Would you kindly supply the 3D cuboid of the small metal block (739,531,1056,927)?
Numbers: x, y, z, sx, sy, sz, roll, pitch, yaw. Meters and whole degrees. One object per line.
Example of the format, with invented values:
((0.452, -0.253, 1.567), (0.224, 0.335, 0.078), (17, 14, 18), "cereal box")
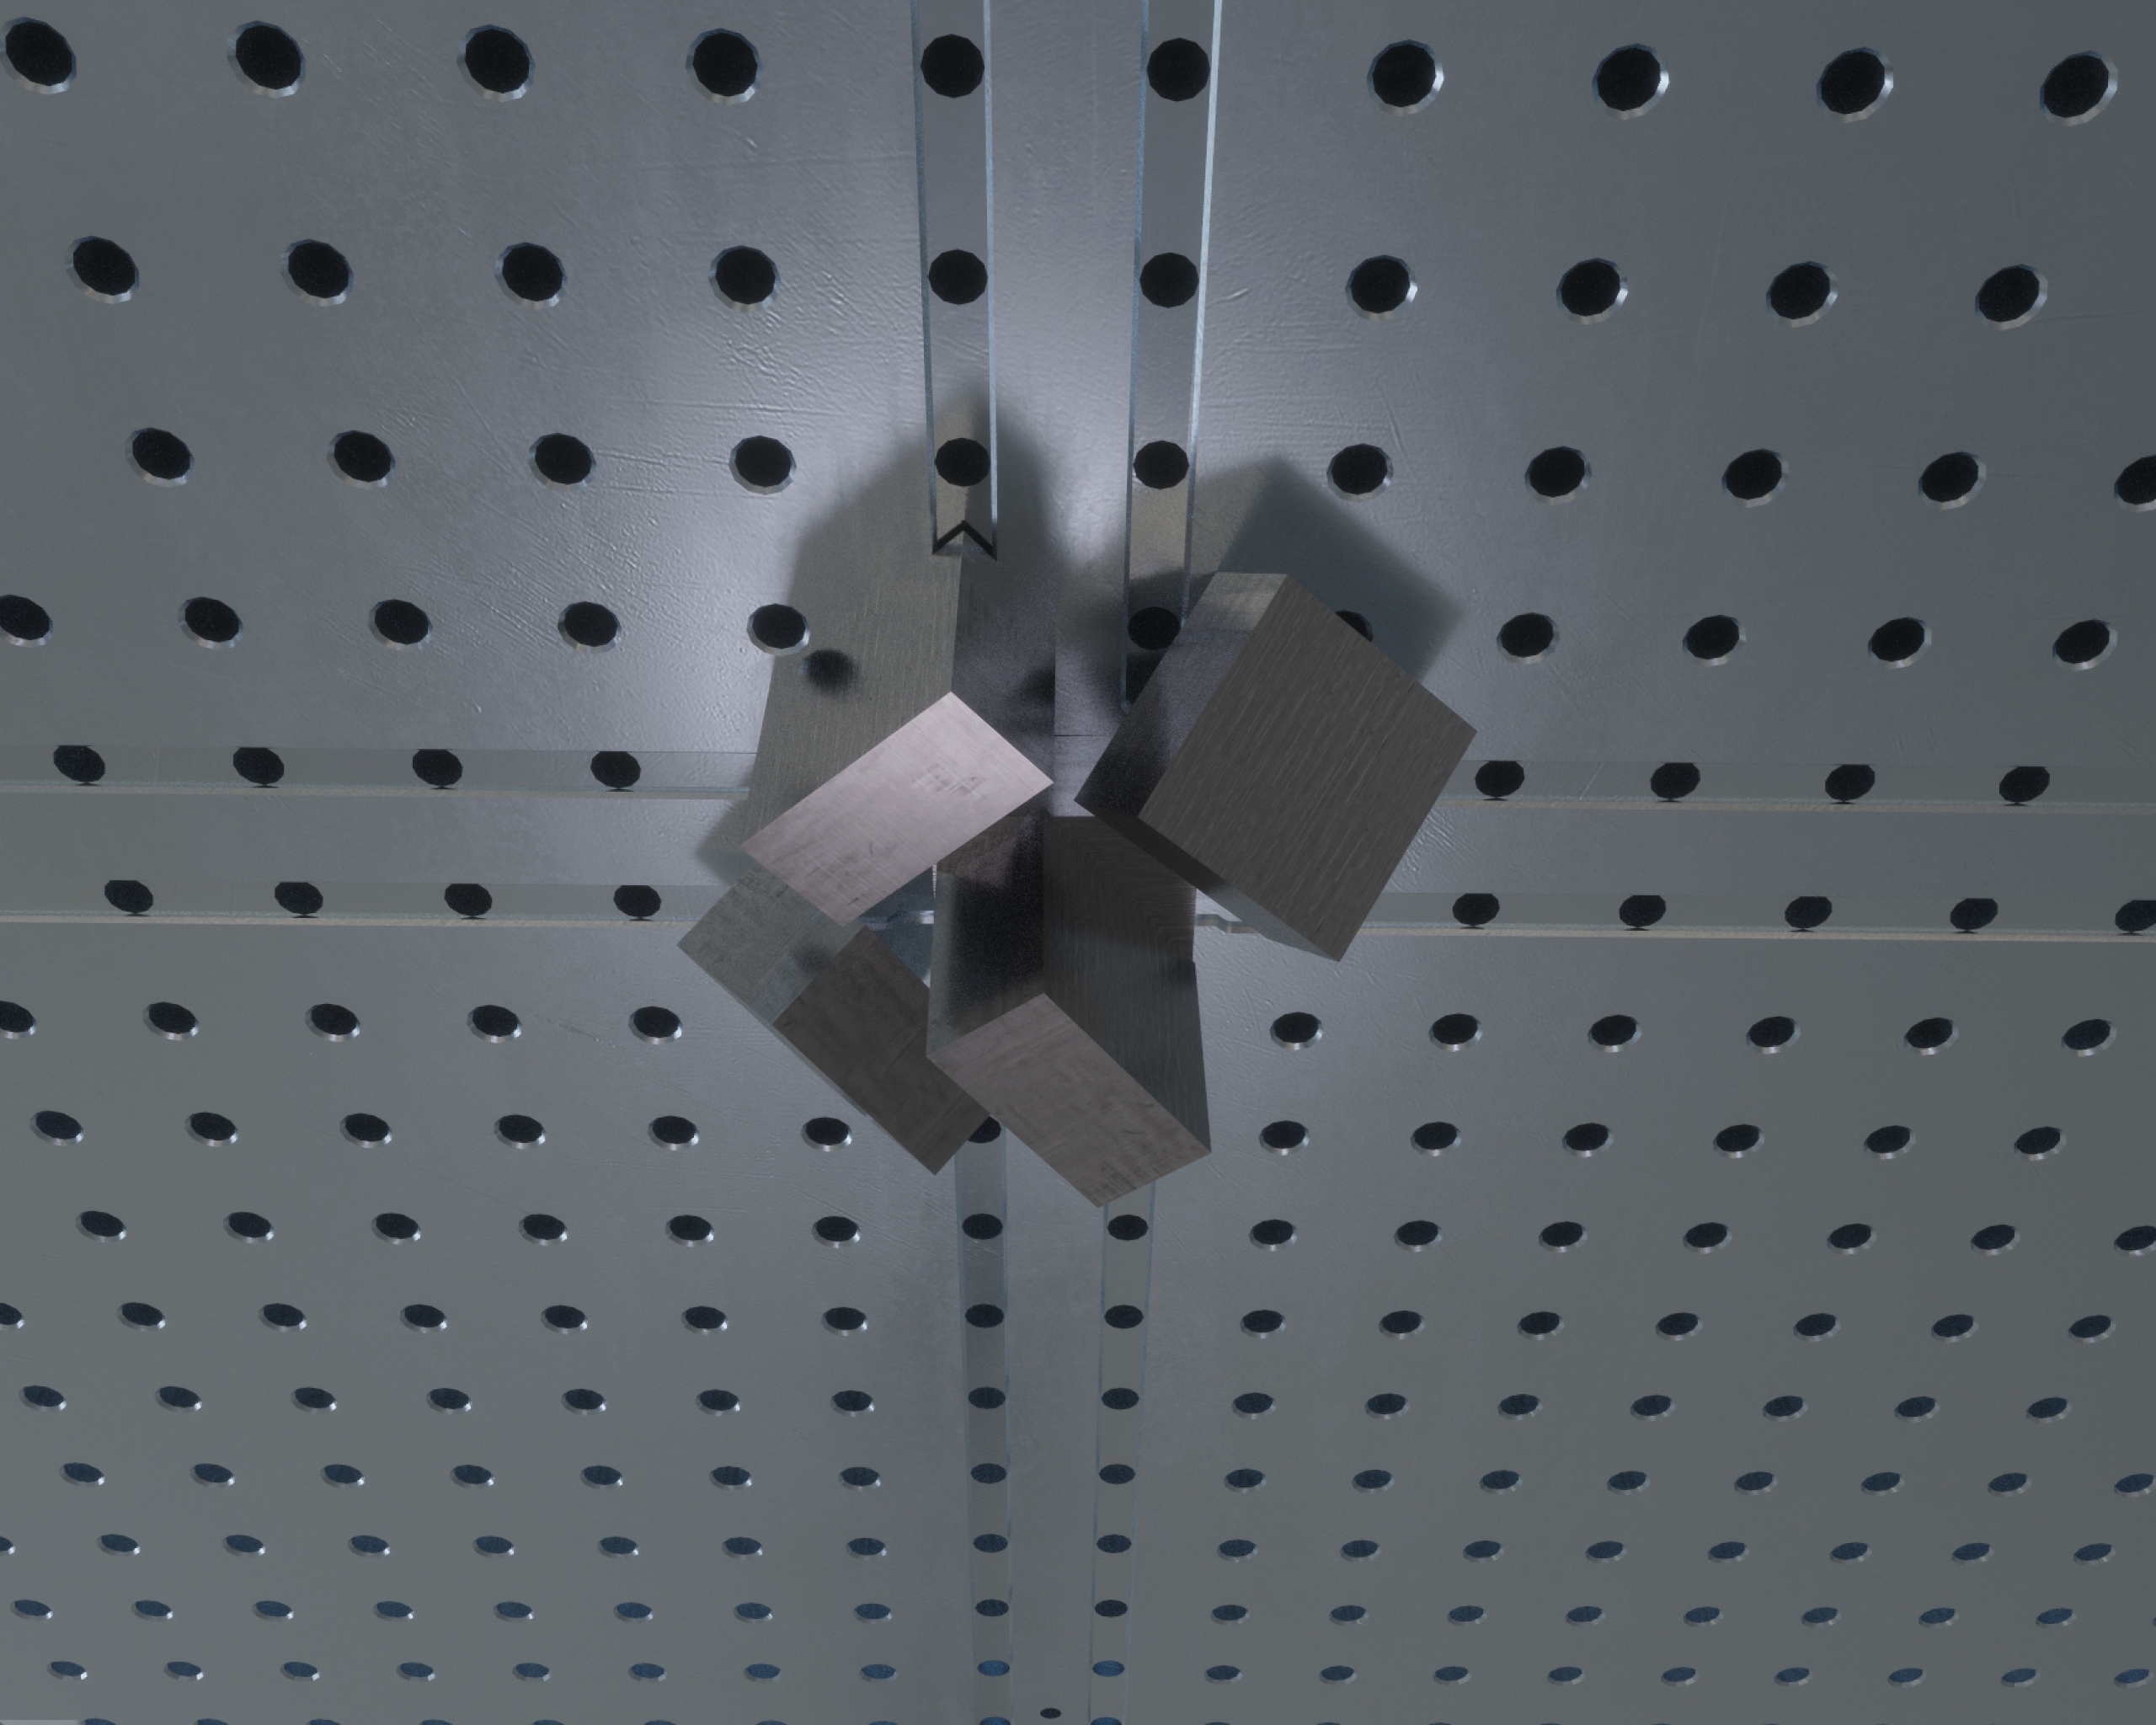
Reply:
((-0.031, -0.024, 0.374), (0.050, 0.050, 0.025), (-34, 123, 25), "small metal block")

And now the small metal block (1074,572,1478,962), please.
((0.036, -0.018, 0.379), (0.050, 0.025, 0.050), (35, 82, -26), "small metal block")

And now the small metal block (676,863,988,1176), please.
((-0.046, 0.030, 0.416), (0.025, 0.050, 0.050), (-48, 123, -10), "small metal block")

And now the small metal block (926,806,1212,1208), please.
((-0.001, 0.027, 0.384), (0.025, 0.050, 0.050), (-30, 125, 22), "small metal block")

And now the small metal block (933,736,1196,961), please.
((-0.003, 0.002, 0.413), (0.050, 0.025, 0.050), (-1, 130, -1), "small metal block")
